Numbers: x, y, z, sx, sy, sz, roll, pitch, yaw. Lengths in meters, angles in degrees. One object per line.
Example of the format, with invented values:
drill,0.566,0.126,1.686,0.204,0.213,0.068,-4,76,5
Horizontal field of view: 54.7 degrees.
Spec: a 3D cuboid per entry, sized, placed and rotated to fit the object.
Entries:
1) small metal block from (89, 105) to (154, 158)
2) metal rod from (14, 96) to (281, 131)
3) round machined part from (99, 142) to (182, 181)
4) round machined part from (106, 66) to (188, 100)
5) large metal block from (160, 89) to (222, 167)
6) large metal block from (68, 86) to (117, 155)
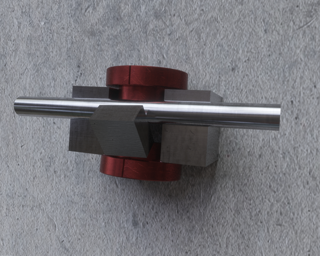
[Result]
small metal block,-0.039,0.003,0.324,0.050,0.025,0.050,2,131,21
metal rod,-0.031,-0.018,0.336,0.301,0.025,0.025,4,91,20
round machined part,-0.022,0.036,0.379,0.098,0.098,0.042,5,87,20
round machined part,-0.016,-0.047,0.377,0.098,0.098,0.042,4,92,20
large metal block,0.040,-0.001,0.367,0.050,0.080,0.079,4,92,20
large metal block,-0.072,-0.010,0.406,0.050,0.080,0.079,5,92,20
